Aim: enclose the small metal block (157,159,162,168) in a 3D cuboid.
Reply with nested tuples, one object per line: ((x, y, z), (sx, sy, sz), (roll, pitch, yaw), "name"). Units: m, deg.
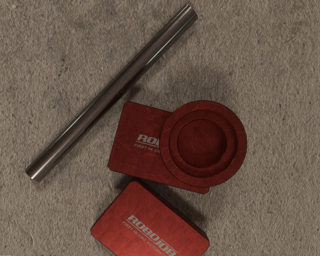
((0.025, 0.031, 0.410), (0.050, 0.025, 0.050), (9, 90, -1), "small metal block")

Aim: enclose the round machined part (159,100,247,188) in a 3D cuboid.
((0.048, 0.018, 0.365), (0.099, 0.042, 0.097), (0, 90, -1), "round machined part")

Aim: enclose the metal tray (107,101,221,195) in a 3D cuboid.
((0.008, 0.025, 0.400), (0.131, 0.030, 0.090), (15, 89, -1), "metal tray")

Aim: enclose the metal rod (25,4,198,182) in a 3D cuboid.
((-0.063, -0.046, 0.409), (0.025, 0.025, 0.300), (44, 90, -1), "metal rod")

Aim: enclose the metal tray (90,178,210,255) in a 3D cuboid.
((-0.012, 0.139, 0.407), (0.130, 0.030, 0.090), (40, 90, -1), "metal tray")
